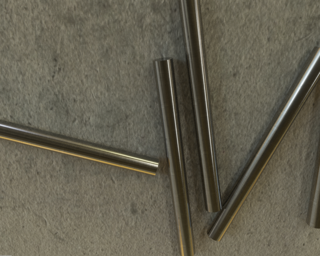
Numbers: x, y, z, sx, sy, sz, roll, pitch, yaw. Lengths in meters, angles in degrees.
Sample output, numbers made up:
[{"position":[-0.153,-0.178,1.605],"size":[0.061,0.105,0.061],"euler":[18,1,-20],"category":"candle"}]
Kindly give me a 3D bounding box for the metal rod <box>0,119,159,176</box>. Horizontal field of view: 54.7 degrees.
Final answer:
[{"position":[-0.150,0.017,0.413],"size":[0.302,0.025,0.025],"euler":[15,109,-6],"category":"metal rod"}]

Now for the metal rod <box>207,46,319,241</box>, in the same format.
[{"position":[0.142,0.034,0.424],"size":[0.025,0.025,0.298],"euler":[22,108,-8],"category":"metal rod"}]

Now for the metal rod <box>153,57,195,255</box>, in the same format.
[{"position":[0.023,0.054,0.430],"size":[0.025,0.025,0.298],"euler":[-7,110,2],"category":"metal rod"}]

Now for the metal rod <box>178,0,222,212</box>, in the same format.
[{"position":[0.055,-0.022,0.402],"size":[0.025,0.025,0.298],"euler":[-9,110,3],"category":"metal rod"}]

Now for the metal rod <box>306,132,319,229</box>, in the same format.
[{"position":[0.228,0.004,0.414],"size":[0.025,0.025,0.298],"euler":[-2,110,0],"category":"metal rod"}]
